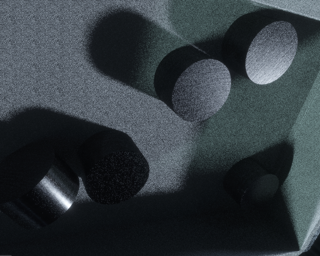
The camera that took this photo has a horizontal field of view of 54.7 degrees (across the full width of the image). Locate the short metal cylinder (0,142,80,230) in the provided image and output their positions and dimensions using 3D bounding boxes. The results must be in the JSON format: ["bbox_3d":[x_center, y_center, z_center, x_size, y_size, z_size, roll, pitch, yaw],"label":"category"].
[{"bbox_3d":[-0.137,0.061,0.337,0.080,0.080,0.050,-32,129,-8],"label":"short metal cylinder"}]

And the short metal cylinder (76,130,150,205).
[{"bbox_3d":[-0.060,0.049,0.391,0.081,0.050,0.079,-14,125,-21],"label":"short metal cylinder"}]

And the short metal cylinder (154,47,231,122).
[{"bbox_3d":[0.039,-0.054,0.382,0.081,0.050,0.079,-14,125,-21],"label":"short metal cylinder"}]

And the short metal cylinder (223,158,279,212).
[{"bbox_3d":[0.159,0.099,0.544,0.081,0.050,0.079,-14,125,-21],"label":"short metal cylinder"}]

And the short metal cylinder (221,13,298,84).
[{"bbox_3d":[0.128,-0.103,0.401,0.081,0.050,0.079,-14,125,-21],"label":"short metal cylinder"}]
